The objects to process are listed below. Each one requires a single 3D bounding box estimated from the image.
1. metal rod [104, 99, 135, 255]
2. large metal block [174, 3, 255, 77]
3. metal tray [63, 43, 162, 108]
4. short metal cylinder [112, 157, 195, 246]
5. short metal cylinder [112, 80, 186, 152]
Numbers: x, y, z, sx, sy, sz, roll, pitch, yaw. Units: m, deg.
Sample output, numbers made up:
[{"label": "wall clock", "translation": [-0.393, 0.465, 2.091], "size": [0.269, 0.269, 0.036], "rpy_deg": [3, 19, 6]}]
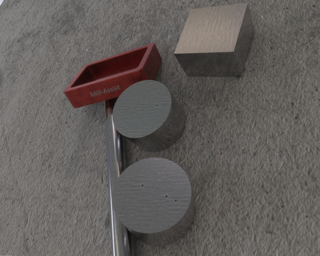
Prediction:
[{"label": "metal rod", "translation": [-0.051, 0.074, 0.385], "size": [0.025, 0.025, 0.299], "rpy_deg": [-21, 54, 15]}, {"label": "large metal block", "translation": [0.076, -0.117, 0.420], "size": [0.080, 0.050, 0.080], "rpy_deg": [6, 65, 31]}, {"label": "metal tray", "translation": [-0.069, -0.079, 0.464], "size": [0.130, 0.030, 0.090], "rpy_deg": [-12, 34, 21]}, {"label": "short metal cylinder", "translation": [-0.005, 0.078, 0.330], "size": [0.080, 0.050, 0.080], "rpy_deg": [-5, 55, 8]}, {"label": "short metal cylinder", "translation": [-0.013, -0.015, 0.400], "size": [0.080, 0.050, 0.080], "rpy_deg": [-10, 62, 21]}]
